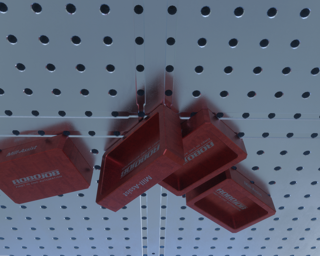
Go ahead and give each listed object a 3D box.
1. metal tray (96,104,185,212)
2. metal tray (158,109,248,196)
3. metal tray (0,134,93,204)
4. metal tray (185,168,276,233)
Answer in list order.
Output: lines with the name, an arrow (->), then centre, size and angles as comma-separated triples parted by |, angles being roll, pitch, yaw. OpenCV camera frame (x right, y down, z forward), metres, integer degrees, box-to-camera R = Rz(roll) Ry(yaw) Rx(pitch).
metal tray -> -0.028, 0.039, 0.401 | 0.030, 0.090, 0.130 | 35, 122, -28
metal tray -> 0.044, 0.040, 0.443 | 0.130, 0.030, 0.090 | -37, 122, 26
metal tray -> -0.179, 0.064, 0.461 | 0.130, 0.030, 0.090 | -15, 129, 11
metal tray -> 0.117, 0.122, 0.513 | 0.130, 0.030, 0.090 | 36, 121, -27
